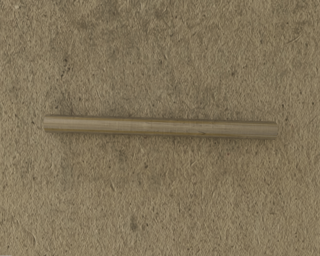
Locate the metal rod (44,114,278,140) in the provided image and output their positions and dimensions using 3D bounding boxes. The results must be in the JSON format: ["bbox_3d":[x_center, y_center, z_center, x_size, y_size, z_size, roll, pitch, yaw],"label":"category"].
[{"bbox_3d":[0.001,-0.001,0.411,0.302,0.025,0.025,2,90,0],"label":"metal rod"}]
